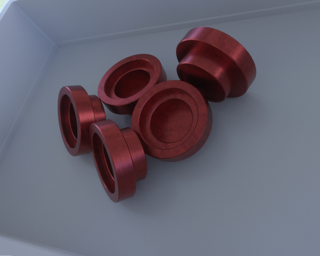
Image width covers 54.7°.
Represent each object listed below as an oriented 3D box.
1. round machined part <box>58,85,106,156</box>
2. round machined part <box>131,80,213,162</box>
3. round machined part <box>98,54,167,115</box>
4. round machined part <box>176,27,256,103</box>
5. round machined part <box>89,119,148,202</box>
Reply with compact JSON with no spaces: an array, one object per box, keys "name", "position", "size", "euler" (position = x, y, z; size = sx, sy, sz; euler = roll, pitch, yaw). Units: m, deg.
[{"name":"round machined part","position":[-0.109,-0.012,0.437],"size":[0.042,0.097,0.098],"euler":[-9,42,-32]},{"name":"round machined part","position":[0.017,-0.006,0.381],"size":[0.098,0.042,0.098],"euler":[-8,70,23]},{"name":"round machined part","position":[-0.035,-0.057,0.444],"size":[0.098,0.042,0.098],"euler":[-14,49,17]},{"name":"round machined part","position":[0.059,-0.067,0.368],"size":[0.098,0.098,0.042],"euler":[24,70,36]},{"name":"round machined part","position":[-0.049,0.036,0.374],"size":[0.042,0.097,0.098],"euler":[-16,47,-24]}]
